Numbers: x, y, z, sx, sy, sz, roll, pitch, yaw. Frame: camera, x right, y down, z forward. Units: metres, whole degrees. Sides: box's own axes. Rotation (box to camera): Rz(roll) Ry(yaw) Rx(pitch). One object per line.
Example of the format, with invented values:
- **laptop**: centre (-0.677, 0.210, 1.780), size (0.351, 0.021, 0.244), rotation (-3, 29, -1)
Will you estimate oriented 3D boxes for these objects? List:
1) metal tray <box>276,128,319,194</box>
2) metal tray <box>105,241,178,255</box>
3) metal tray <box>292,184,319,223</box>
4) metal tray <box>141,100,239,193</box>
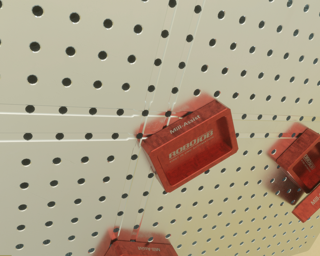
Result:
- **metal tray**: centre (0.295, 0.069, 0.615), size (0.090, 0.030, 0.130), rotation (-47, 130, 5)
- **metal tray**: centre (-0.041, 0.243, 0.538), size (0.131, 0.030, 0.090), rotation (20, 107, -36)
- **metal tray**: centre (0.339, 0.139, 0.653), size (0.130, 0.030, 0.090), rotation (-51, 155, 13)
- **metal tray**: centre (0.047, 0.028, 0.452), size (0.131, 0.030, 0.090), rotation (-29, 129, -10)
